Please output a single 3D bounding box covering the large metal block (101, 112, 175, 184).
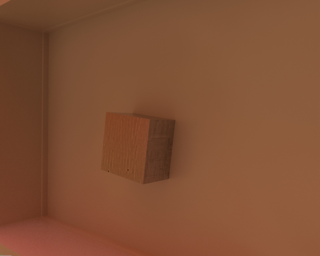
[{"bbox_3d":[-0.031,0.023,0.417,0.080,0.050,0.080,10,97,39],"label":"large metal block"}]
